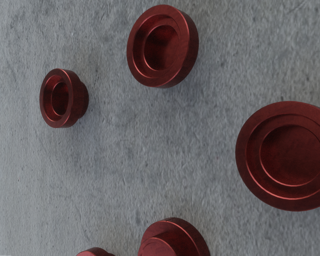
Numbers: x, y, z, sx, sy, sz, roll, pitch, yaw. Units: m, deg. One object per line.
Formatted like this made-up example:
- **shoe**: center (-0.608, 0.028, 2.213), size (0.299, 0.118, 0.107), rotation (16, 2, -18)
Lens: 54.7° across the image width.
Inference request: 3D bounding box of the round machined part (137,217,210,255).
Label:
- **round machined part**: center (0.011, 0.165, 0.383), size (0.098, 0.042, 0.097), rotation (0, 90, 39)

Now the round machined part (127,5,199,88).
- **round machined part**: center (0.007, -0.098, 0.386), size (0.098, 0.042, 0.097), rotation (0, 90, 39)

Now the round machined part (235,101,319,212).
- **round machined part**: center (0.125, 0.025, 0.290), size (0.098, 0.042, 0.097), rotation (0, 90, 39)

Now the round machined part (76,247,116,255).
- **round machined part**: center (-0.088, 0.228, 0.464), size (0.098, 0.042, 0.097), rotation (0, 90, 39)

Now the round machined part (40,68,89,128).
- **round machined part**: center (-0.158, -0.049, 0.521), size (0.098, 0.042, 0.097), rotation (0, 90, 39)
